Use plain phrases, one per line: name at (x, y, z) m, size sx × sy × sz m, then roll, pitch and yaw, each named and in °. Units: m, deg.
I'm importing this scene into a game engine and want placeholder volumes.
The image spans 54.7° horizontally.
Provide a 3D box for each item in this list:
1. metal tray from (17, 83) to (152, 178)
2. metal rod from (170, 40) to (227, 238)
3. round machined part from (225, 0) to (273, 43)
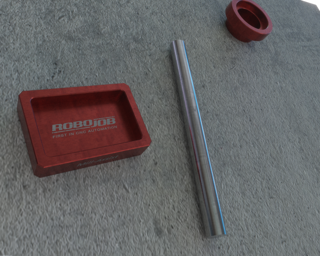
metal tray at (-0.085, -0.003, 0.357) m, size 0.131 × 0.030 × 0.090 m, roll -10°, pitch 67°, yaw -33°
metal rod at (0.047, -0.004, 0.433) m, size 0.025 × 0.025 × 0.299 m, roll 6°, pitch 59°, yaw -26°
round machined part at (0.171, -0.210, 0.616) m, size 0.099 × 0.042 × 0.098 m, roll 14°, pitch 56°, yaw -21°
